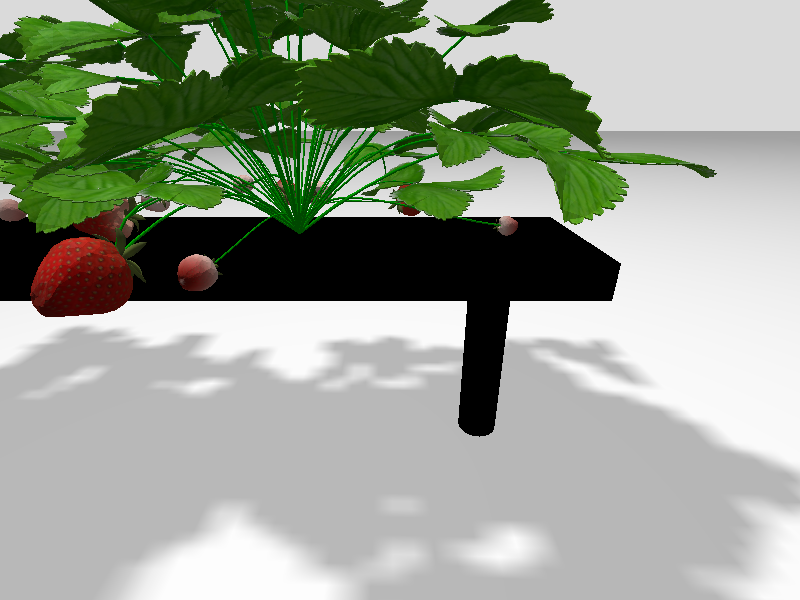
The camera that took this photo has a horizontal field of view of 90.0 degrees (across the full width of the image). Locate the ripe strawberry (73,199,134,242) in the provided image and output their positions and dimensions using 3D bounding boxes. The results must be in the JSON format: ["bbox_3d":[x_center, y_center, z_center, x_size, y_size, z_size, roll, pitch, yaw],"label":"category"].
[{"bbox_3d":[-0.240,-0.067,0.325,0.041,0.040,0.045,-5,25,-9],"label":"ripe strawberry"}]

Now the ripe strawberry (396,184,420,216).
[{"bbox_3d":[0.015,-0.107,0.423,0.036,0.035,0.033,-17,29,-34],"label":"ripe strawberry"}]

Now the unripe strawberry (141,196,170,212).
[{"bbox_3d":[-0.261,-0.105,0.427,0.026,0.025,0.028,-16,14,32],"label":"unripe strawberry"}]

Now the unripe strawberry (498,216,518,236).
[{"bbox_3d":[0.095,-0.065,0.352,0.017,0.017,0.016,1,25,1],"label":"unripe strawberry"}]

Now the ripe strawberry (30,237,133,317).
[{"bbox_3d":[-0.162,-0.009,0.202,0.040,0.042,0.044,10,40,22],"label":"ripe strawberry"}]

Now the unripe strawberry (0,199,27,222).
[{"bbox_3d":[-0.387,-0.089,0.399,0.022,0.022,0.021,21,15,-26],"label":"unripe strawberry"}]

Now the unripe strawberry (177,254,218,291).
[{"bbox_3d":[-0.120,-0.015,0.236,0.021,0.022,0.023,6,26,12],"label":"unripe strawberry"}]

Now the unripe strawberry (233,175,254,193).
[{"bbox_3d":[-0.213,-0.157,0.542,0.027,0.023,0.027,-14,27,-28],"label":"unripe strawberry"}]

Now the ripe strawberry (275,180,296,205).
[{"bbox_3d":[-0.136,-0.128,0.475,0.028,0.030,0.031,-8,25,-17],"label":"ripe strawberry"}]

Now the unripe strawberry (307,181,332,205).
[{"bbox_3d":[-0.094,-0.125,0.466,0.031,0.028,0.028,-1,24,-2],"label":"unripe strawberry"}]
